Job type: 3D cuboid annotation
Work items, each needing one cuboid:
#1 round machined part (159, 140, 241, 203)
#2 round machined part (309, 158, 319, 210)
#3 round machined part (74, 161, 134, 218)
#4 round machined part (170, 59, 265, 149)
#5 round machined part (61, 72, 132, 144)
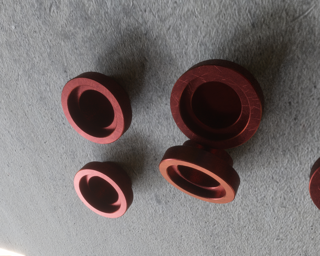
[{"bbox_3d":[0.052,0.050,0.385,0.098,0.042,0.098,21,151,13],"label":"round machined part"},{"bbox_3d":[0.212,0.069,0.327,0.098,0.042,0.097,13,124,21],"label":"round machined part"},{"bbox_3d":[-0.085,0.094,0.499,0.098,0.042,0.097,13,124,21],"label":"round machined part"},{"bbox_3d":[0.065,-0.029,0.342,0.098,0.042,0.097,12,121,21],"label":"round machined part"},{"bbox_3d":[-0.080,-0.030,0.420,0.098,0.042,0.097,13,124,21],"label":"round machined part"}]
